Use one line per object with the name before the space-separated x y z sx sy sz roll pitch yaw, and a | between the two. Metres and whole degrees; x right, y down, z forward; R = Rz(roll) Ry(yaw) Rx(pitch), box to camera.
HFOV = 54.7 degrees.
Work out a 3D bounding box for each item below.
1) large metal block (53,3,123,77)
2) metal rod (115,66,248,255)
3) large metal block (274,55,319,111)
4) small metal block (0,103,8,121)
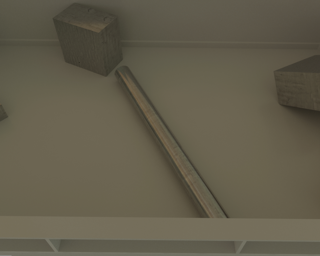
large metal block | -0.109 -0.137 0.483 0.080 0.080 0.050 22 53 17
metal rod | 0.009 0.018 0.390 0.025 0.025 0.300 -21 53 -17
large metal block | 0.218 -0.064 0.422 0.081 0.050 0.080 -22 19 -18
small metal block | -0.247 -0.023 0.421 0.050 0.025 0.050 36 58 26
